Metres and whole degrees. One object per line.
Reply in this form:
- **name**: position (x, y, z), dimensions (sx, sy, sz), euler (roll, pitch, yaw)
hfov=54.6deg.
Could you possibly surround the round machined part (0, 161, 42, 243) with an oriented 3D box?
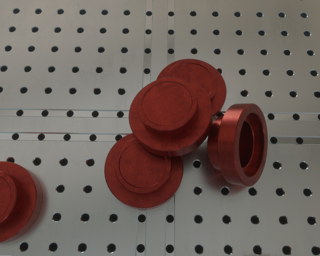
- **round machined part**: position (-0.197, 0.087, 0.370), dimensions (0.099, 0.042, 0.098), euler (0, 70, 0)

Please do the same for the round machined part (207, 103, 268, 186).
- **round machined part**: position (0.093, 0.019, 0.377), dimensions (0.042, 0.098, 0.098), euler (2, 65, 39)

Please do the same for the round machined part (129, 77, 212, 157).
- **round machined part**: position (0.011, -0.019, 0.360), dimensions (0.098, 0.042, 0.098), euler (-4, 64, 9)

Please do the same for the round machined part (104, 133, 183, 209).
- **round machined part**: position (-0.020, 0.049, 0.385), dimensions (0.099, 0.042, 0.098), euler (0, 70, 0)

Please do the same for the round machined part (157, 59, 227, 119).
- **round machined part**: position (0.042, -0.053, 0.422), dimensions (0.099, 0.042, 0.098), euler (0, 70, 0)
